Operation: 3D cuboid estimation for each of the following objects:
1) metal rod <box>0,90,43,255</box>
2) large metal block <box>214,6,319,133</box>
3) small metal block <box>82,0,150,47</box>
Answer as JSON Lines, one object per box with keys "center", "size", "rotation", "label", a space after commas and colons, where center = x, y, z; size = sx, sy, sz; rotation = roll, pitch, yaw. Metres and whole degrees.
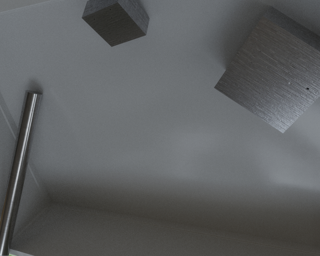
{"center": [-0.234, 0.086, 0.503], "size": [0.025, 0.025, 0.298], "rotation": [19, 100, 17], "label": "metal rod"}
{"center": [0.113, -0.056, 0.298], "size": [0.080, 0.050, 0.079], "rotation": [35, 129, 5], "label": "large metal block"}
{"center": [-0.048, -0.121, 0.342], "size": [0.050, 0.025, 0.050], "rotation": [-8, 150, 32], "label": "small metal block"}
